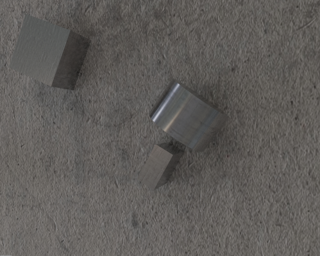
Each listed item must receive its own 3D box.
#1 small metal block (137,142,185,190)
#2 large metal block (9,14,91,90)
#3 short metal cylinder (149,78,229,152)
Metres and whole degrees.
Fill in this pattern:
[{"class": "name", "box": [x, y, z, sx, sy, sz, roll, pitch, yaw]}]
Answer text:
[{"class": "small metal block", "box": [0.002, 0.047, 0.395, 0.025, 0.050, 0.050, 31, 100, 17]}, {"class": "large metal block", "box": [-0.160, -0.109, 0.452, 0.080, 0.050, 0.080, 24, 98, 18]}, {"class": "short metal cylinder", "box": [0.034, -0.016, 0.368, 0.080, 0.080, 0.050, 38, 102, 16]}]
